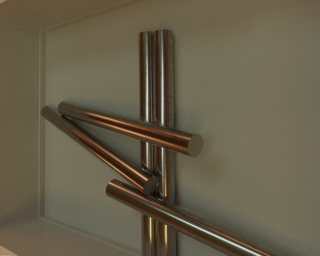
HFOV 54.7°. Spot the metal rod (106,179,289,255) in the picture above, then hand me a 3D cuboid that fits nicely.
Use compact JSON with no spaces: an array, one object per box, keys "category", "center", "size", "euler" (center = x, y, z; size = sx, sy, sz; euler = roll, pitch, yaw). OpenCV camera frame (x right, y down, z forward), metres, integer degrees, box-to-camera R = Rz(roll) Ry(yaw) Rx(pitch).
[{"category":"metal rod","center":[0.058,0.116,0.333],"size":[0.300,0.025,0.025],"euler":[16,100,33]}]

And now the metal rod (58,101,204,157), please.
[{"category":"metal rod","center":[-0.064,-0.008,0.430],"size":[0.300,0.025,0.025],"euler":[15,99,46]}]

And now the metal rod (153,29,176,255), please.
[{"category":"metal rod","center":[0.006,0.026,0.396],"size":[0.025,0.025,0.298],"euler":[-1,89,39]}]

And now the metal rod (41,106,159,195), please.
[{"category":"metal rod","center":[-0.110,0.020,0.477],"size":[0.300,0.025,0.025],"euler":[27,107,42]}]

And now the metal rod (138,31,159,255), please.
[{"category":"metal rod","center":[-0.014,0.023,0.412],"size":[0.025,0.025,0.298],"euler":[-2,89,39]}]
